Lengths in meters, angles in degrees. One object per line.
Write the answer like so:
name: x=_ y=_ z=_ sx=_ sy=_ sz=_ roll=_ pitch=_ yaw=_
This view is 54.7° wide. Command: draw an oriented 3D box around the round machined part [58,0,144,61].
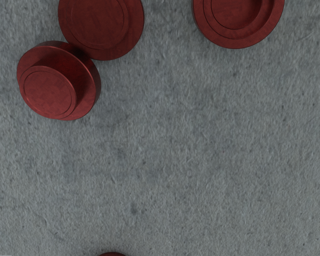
round machined part: x=-0.067 y=-0.126 z=0.353 sx=0.099 sy=0.042 sz=0.097 roll=0 pitch=110 yaw=-1

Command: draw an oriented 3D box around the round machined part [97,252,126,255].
round machined part: x=-0.076 y=0.236 z=0.487 sx=0.099 sy=0.042 sz=0.097 roll=0 pitch=110 yaw=-1

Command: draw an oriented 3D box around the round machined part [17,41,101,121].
round machined part: x=-0.124 y=-0.049 z=0.367 sx=0.099 sy=0.042 sz=0.097 roll=5 pitch=124 yaw=8

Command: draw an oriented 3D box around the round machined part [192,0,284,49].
round machined part: x=0.084 y=-0.141 z=0.350 sx=0.099 sy=0.042 sz=0.097 roll=0 pitch=110 yaw=-1
